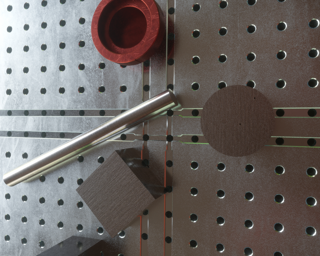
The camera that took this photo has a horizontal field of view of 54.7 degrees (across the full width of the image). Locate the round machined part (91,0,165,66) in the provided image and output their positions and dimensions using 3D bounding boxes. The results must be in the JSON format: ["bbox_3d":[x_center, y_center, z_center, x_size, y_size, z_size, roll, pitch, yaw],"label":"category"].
[{"bbox_3d":[-0.039,-0.132,0.417,0.098,0.042,0.097,0,90,20],"label":"round machined part"}]

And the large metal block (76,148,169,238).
[{"bbox_3d":[-0.050,0.084,0.417,0.080,0.050,0.080,-45,76,14],"label":"large metal block"}]

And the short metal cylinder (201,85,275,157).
[{"bbox_3d":[0.093,-0.008,0.366,0.080,0.050,0.079,0,90,20],"label":"short metal cylinder"}]

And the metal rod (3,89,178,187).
[{"bbox_3d":[-0.112,0.021,0.451,0.300,0.025,0.025,-25,82,18],"label":"metal rod"}]

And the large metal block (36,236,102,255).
[{"bbox_3d":[-0.123,0.204,0.427,0.050,0.080,0.079,0,90,20],"label":"large metal block"}]
